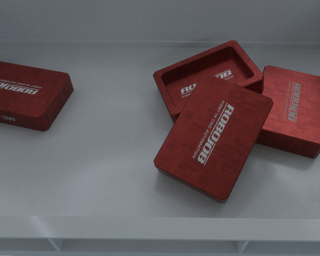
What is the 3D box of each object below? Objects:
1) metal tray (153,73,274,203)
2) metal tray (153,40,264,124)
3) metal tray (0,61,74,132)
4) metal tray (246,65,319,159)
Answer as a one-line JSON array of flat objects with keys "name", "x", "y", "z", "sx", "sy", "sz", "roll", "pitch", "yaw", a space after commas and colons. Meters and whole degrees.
[{"name": "metal tray", "x": 0.063, "y": 0.009, "z": 0.362, "sx": 0.090, "sy": 0.030, "sz": 0.130, "roll": 26, "pitch": 76, "yaw": 17}, {"name": "metal tray", "x": 0.065, "y": -0.064, "z": 0.434, "sx": 0.131, "sy": 0.030, "sz": 0.090, "roll": -22, "pitch": 52, "yaw": 1}, {"name": "metal tray", "x": -0.203, "y": -0.049, "z": 0.441, "sx": 0.131, "sy": 0.030, "sz": 0.090, "roll": 11, "pitch": 51, "yaw": 9}, {"name": "metal tray", "x": 0.177, "y": -0.028, "z": 0.426, "sx": 0.090, "sy": 0.030, "sz": 0.130, "roll": 16, "pitch": 52, "yaw": 13}]
